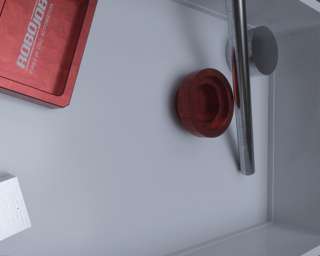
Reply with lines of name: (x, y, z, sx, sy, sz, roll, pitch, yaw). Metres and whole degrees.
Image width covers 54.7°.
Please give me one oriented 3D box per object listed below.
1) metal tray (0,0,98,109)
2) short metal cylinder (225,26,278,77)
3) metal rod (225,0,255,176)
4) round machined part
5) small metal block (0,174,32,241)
metal tray: (-0.121, -0.093, 0.302, 0.091, 0.030, 0.129, 20, 77, -39)
short metal cylinder: (0.156, -0.126, 0.524, 0.081, 0.050, 0.079, 0, 90, -40)
metal rod: (0.123, -0.049, 0.462, 0.025, 0.025, 0.298, -38, 129, -34)
round machined part: (0.061, -0.035, 0.449, 0.099, 0.042, 0.097, 0, 90, -40)
small metal block: (-0.152, 0.075, 0.280, 0.050, 0.025, 0.050, -20, 103, -39)
